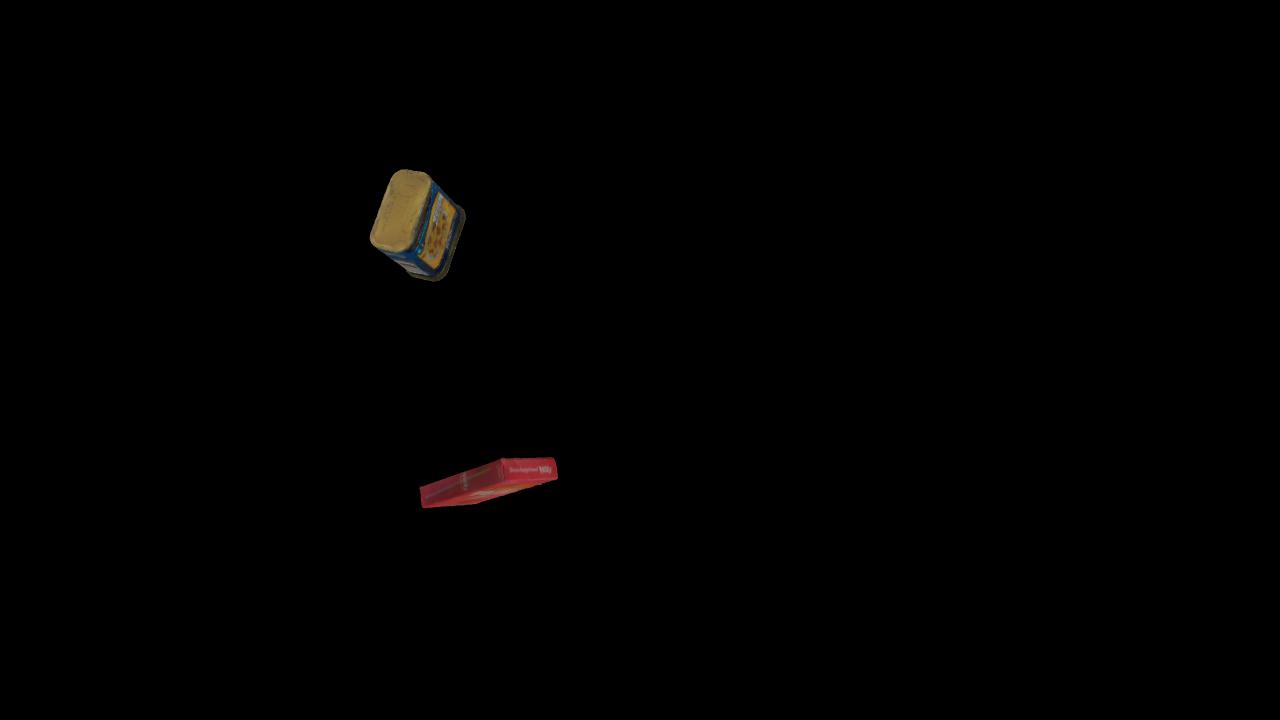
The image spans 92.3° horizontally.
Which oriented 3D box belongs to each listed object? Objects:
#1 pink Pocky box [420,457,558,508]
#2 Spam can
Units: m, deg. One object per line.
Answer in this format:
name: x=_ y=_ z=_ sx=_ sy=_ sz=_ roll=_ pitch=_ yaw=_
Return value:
pink Pocky box: x=-0.181 y=0.146 z=0.731 sx=0.155 sy=0.029 sz=0.084 roll=-22 pitch=-19 yaw=32
Spam can: x=-0.253 y=-0.154 z=0.707 sx=0.058 sy=0.101 sz=0.085 roll=12 pitch=-11 yaw=11
